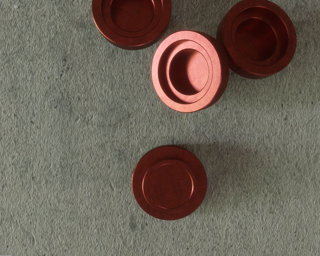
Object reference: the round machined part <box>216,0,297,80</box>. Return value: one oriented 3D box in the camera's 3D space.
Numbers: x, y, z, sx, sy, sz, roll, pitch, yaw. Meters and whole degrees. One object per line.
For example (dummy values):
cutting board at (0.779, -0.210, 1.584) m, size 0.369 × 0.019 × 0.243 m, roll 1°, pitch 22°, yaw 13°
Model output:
round machined part at (0.118, -0.109, 0.395) m, size 0.099 × 0.042 × 0.097 m, roll 1°, pitch 84°, yaw -11°

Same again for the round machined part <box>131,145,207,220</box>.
round machined part at (0.012, 0.072, 0.401) m, size 0.099 × 0.042 × 0.097 m, roll 0°, pitch 90°, yaw 0°

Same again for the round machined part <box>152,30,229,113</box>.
round machined part at (0.041, -0.070, 0.386) m, size 0.098 × 0.042 × 0.097 m, roll 9°, pitch 105°, yaw 35°

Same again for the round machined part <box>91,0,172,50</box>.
round machined part at (-0.035, -0.149, 0.401) m, size 0.099 × 0.042 × 0.097 m, roll 0°, pitch 90°, yaw 0°
